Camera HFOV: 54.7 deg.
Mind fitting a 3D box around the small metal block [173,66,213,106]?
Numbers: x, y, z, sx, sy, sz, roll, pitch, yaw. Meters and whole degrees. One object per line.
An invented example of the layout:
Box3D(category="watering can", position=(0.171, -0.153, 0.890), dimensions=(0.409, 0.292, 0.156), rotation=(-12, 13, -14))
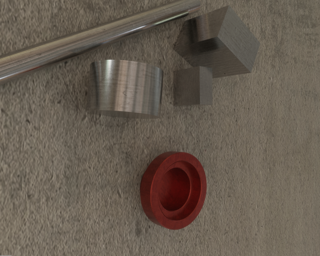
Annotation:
Box3D(category="small metal block", position=(0.045, -0.056, 0.428), dimensions=(0.025, 0.050, 0.050), rotation=(-1, 91, -40))

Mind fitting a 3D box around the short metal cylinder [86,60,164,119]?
Box3D(category="short metal cylinder", position=(-0.038, -0.039, 0.339), dimensions=(0.081, 0.080, 0.050), rotation=(7, 86, -40))

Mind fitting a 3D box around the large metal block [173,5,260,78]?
Box3D(category="large metal block", position=(0.080, -0.116, 0.438), dimensions=(0.080, 0.080, 0.050), rotation=(34, 69, -35))

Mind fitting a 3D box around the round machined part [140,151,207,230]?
Box3D(category="round machined part", position=(0.013, 0.079, 0.407), dimensions=(0.099, 0.042, 0.097), rotation=(0, 90, -40))

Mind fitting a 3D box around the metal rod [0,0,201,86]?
Box3D(category="metal rod", position=(-0.055, -0.112, 0.359), dimensions=(0.302, 0.025, 0.025), rotation=(-33, 111, -35))
